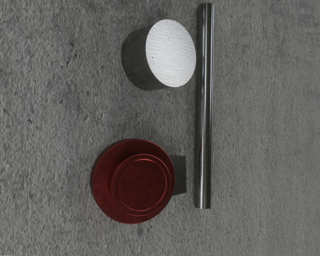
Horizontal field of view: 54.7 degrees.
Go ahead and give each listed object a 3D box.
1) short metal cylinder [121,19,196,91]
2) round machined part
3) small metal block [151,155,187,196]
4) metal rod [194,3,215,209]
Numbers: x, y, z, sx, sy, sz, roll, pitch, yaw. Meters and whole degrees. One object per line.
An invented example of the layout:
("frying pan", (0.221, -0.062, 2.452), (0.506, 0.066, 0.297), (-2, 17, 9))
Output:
("short metal cylinder", (-0.001, -0.089, 0.387), (0.081, 0.050, 0.079), (0, 90, -40))
("round machined part", (-0.027, 0.062, 0.354), (0.099, 0.042, 0.097), (0, 91, -22))
("small metal block", (0.008, 0.063, 0.412), (0.050, 0.025, 0.050), (-2, 92, -40))
("metal rod", (0.066, -0.033, 0.459), (0.025, 0.025, 0.298), (2, 89, -40))
